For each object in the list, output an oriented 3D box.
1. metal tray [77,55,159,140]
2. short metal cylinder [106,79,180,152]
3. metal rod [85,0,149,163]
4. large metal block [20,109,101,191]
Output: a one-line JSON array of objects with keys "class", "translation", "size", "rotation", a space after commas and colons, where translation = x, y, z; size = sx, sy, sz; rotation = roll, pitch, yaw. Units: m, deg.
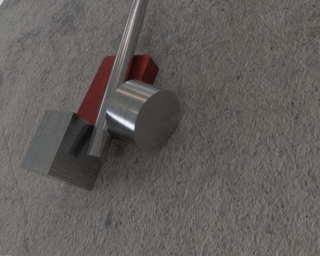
[{"class": "metal tray", "translation": [-0.065, -0.049, 0.465], "size": [0.090, 0.030, 0.130], "rotation": [7, 65, 31]}, {"class": "short metal cylinder", "translation": [-0.020, -0.016, 0.389], "size": [0.050, 0.080, 0.080], "rotation": [25, 75, 36]}, {"class": "metal rod", "translation": [-0.054, -0.093, 0.450], "size": [0.025, 0.025, 0.300], "rotation": [-3, 60, 27]}, {"class": "large metal block", "translation": [-0.120, 0.031, 0.410], "size": [0.050, 0.080, 0.080], "rotation": [7, 69, 31]}]
